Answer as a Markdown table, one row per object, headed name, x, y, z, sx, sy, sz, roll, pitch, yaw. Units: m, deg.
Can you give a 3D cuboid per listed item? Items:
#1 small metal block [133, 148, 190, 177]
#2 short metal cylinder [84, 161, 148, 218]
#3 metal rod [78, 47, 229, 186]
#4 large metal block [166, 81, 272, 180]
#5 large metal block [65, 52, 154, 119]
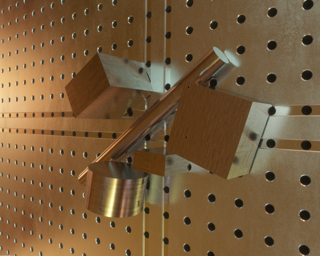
| name | x | y | z | sx | sy | sz | roll | pitch | yaw |
| --- | --- | --- | --- | --- | --- | --- | --- | --- | --- |
| small metal block | 0.003 | 0.041 | 0.389 | 0.050 | 0.050 | 0.025 | 7 | 95 | 39 |
| short metal cylinder | -0.059 | 0.080 | 0.419 | 0.080 | 0.081 | 0.050 | 15 | 100 | 38 |
| metal rod | -0.027 | 0.001 | 0.428 | 0.299 | 0.025 | 0.025 | -41 | 65 | 32 |
| large metal block | 0.062 | 0.000 | 0.337 | 0.080 | 0.050 | 0.079 | 25 | 105 | 37 |
| large metal block | -0.070 | -0.054 | 0.430 | 0.080 | 0.081 | 0.050 | -35 | 69 | 34 |
